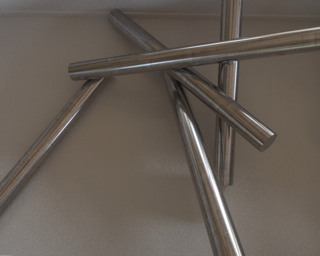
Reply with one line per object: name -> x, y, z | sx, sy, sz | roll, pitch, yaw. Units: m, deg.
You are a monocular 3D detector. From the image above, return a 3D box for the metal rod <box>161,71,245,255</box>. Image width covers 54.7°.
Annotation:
metal rod -> 0.036, 0.014, 0.344 | 0.025, 0.025, 0.300 | -10, 47, -4

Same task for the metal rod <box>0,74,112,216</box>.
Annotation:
metal rod -> -0.156, 0.033, 0.395 | 0.025, 0.025, 0.300 | 32, 73, 10

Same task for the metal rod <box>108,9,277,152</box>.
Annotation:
metal rod -> 0.022, -0.077, 0.395 | 0.025, 0.025, 0.300 | -37, 58, -13

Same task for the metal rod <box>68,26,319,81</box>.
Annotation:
metal rod -> 0.025, -0.084, 0.367 | 0.301, 0.025, 0.025 | -3, 69, 20

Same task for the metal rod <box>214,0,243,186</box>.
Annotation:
metal rod -> 0.084, -0.079, 0.374 | 0.025, 0.025, 0.298 | 2, 95, 0
